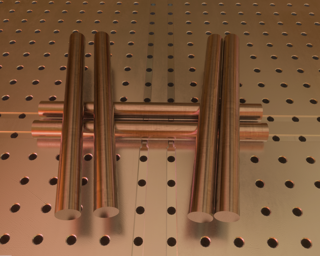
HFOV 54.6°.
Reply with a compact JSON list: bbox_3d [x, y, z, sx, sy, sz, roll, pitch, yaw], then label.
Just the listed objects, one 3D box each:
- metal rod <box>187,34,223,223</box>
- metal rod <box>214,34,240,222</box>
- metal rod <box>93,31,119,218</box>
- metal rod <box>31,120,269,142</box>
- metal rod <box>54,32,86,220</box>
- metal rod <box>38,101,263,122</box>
[{"bbox_3d":[0.064,-0.026,0.398,0.025,0.025,0.300,7,50,6],"label":"metal rod"},{"bbox_3d":[0.090,-0.026,0.399,0.025,0.025,0.300,7,50,6],"label":"metal rod"},{"bbox_3d":[-0.073,-0.030,0.401,0.025,0.025,0.300,-6,50,-5],"label":"metal rod"},{"bbox_3d":[-0.013,0.004,0.406,0.302,0.025,0.025,1,50,0],"label":"metal rod"},{"bbox_3d":[-0.111,-0.028,0.399,0.025,0.025,0.300,-6,50,-5],"label":"metal rod"},{"bbox_3d":[-0.013,-0.023,0.428,0.302,0.025,0.025,1,50,0],"label":"metal rod"}]
